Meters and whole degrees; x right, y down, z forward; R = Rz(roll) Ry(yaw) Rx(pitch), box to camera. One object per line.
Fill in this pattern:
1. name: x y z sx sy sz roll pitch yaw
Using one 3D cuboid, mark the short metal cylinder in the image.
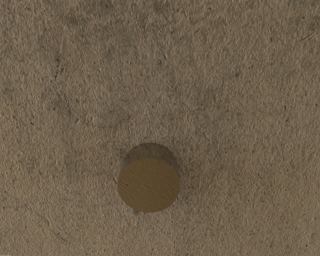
1. short metal cylinder: -0.014 0.066 0.421 0.080 0.050 0.079 0 110 0
